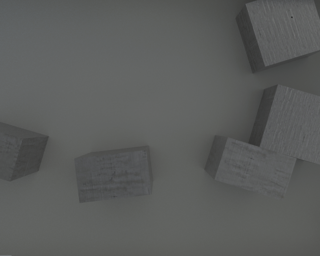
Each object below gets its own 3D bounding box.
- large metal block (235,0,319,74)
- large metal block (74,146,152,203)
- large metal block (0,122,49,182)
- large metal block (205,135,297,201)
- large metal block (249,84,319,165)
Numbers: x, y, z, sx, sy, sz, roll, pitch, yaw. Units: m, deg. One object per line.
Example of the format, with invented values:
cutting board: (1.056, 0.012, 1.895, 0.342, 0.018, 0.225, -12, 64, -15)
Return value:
large metal block: (0.154, -0.124, 0.400, 0.080, 0.050, 0.080, -17, 90, 0)
large metal block: (-0.052, 0.054, 0.383, 0.080, 0.080, 0.050, -7, 90, 0)
large metal block: (-0.197, 0.024, 0.382, 0.080, 0.080, 0.050, 16, 90, 0)
large metal block: (0.107, 0.046, 0.385, 0.080, 0.080, 0.050, 17, 90, 0)
large metal block: (0.170, -0.004, 0.400, 0.080, 0.050, 0.080, 16, 90, 0)
